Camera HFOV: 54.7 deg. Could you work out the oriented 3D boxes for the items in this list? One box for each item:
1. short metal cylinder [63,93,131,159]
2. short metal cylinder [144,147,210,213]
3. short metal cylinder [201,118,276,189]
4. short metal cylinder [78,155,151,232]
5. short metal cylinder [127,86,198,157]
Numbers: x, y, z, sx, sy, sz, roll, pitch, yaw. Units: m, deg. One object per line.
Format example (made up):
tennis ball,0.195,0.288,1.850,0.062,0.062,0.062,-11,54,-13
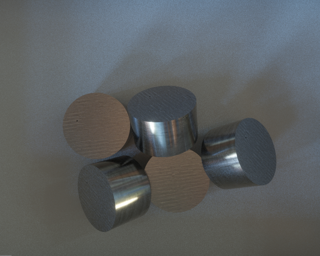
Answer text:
short metal cylinder,-0.076,-0.003,0.395,0.081,0.050,0.079,0,90,-1
short metal cylinder,0.020,0.062,0.398,0.081,0.050,0.079,0,90,-1
short metal cylinder,0.097,0.032,0.378,0.081,0.050,0.080,14,67,-37
short metal cylinder,-0.057,0.077,0.375,0.050,0.080,0.080,-11,90,-43
short metal cylinder,0.005,-0.010,0.375,0.081,0.080,0.050,-8,126,-1
